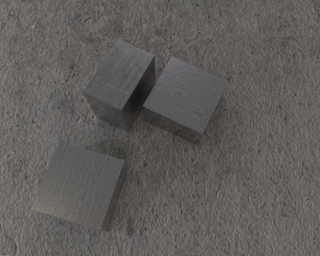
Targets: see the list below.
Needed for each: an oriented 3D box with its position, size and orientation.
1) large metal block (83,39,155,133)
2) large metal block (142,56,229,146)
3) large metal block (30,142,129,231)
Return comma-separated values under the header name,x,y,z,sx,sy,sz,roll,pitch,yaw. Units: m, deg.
name,x,y,z,sx,sy,sz,roll,pitch,yaw
large metal block,-0.047,-0.050,0.397,0.050,0.080,0.080,25,72,9
large metal block,0.033,-0.035,0.408,0.080,0.050,0.080,26,72,9
large metal block,-0.090,0.071,0.368,0.080,0.050,0.080,15,71,5
